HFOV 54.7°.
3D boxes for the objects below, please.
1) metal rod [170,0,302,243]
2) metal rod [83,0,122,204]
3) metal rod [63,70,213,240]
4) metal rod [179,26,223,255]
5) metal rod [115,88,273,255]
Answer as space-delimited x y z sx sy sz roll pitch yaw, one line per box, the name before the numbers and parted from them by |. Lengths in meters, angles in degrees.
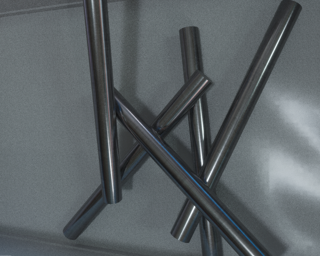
metal rod | 0.087 -0.006 0.362 0.025 0.025 0.299 26 92 18
metal rod | -0.065 -0.050 0.352 0.025 0.025 0.298 5 109 20
metal rod | -0.040 0.047 0.409 0.025 0.025 0.299 45 109 14
metal rod | 0.052 0.022 0.392 0.025 0.025 0.298 -6 88 20
metal rod | 0.029 0.057 0.346 0.300 0.025 0.025 46 104 18
